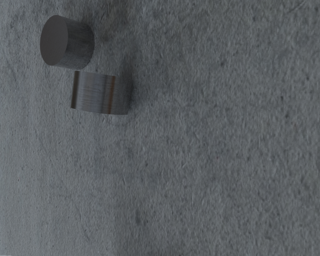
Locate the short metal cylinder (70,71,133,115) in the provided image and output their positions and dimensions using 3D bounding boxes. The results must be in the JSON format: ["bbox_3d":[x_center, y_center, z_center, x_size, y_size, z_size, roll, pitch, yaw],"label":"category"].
[{"bbox_3d":[-0.082,-0.049,0.434,0.080,0.081,0.050,14,99,39],"label":"short metal cylinder"}]

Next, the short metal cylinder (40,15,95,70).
[{"bbox_3d":[-0.154,-0.140,0.513,0.080,0.050,0.079,0,90,39],"label":"short metal cylinder"}]
